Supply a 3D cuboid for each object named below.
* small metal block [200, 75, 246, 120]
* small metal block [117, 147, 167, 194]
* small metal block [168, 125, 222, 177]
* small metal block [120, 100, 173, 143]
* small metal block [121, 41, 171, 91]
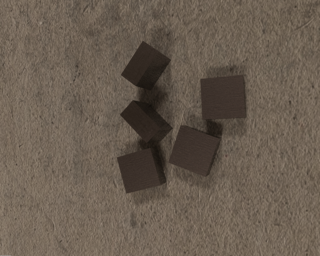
[{"bbox_3d":[0.078,-0.036,0.381,0.050,0.025,0.050,-3,89,19],"label":"small metal block"},{"bbox_3d":[-0.024,0.056,0.417,0.050,0.025,0.050,-17,84,18],"label":"small metal block"},{"bbox_3d":[0.045,0.028,0.393,0.050,0.025,0.050,20,96,18],"label":"small metal block"},{"bbox_3d":[-0.016,-0.008,0.401,0.050,0.050,0.025,46,104,14],"label":"small metal block"},{"bbox_3d":[-0.017,-0.079,0.401,0.025,0.050,0.050,38,102,16],"label":"small metal block"}]
